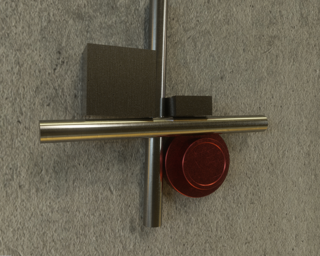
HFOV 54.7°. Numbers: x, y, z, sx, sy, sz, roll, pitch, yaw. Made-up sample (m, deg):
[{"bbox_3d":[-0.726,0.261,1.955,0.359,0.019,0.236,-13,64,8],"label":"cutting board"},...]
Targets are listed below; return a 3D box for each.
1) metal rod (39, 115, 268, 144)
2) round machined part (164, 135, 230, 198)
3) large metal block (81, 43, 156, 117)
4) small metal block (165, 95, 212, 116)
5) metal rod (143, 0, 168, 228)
[{"bbox_3d":[0.011,-0.001,0.389,0.303,0.025,0.025,-2,91,-24],"label":"metal rod"},{"bbox_3d":[0.054,0.047,0.421,0.099,0.042,0.097,0,90,-21],"label":"round machined part"},{"bbox_3d":[-0.051,-0.053,0.378,0.081,0.050,0.079,1,90,-21],"label":"large metal block"},{"bbox_3d":[0.035,-0.028,0.411,0.050,0.050,0.025,-2,91,-20],"label":"small metal block"},{"bbox_3d":[-0.006,-0.022,0.409,0.025,0.025,0.298,2,89,-20],"label":"metal rod"}]
